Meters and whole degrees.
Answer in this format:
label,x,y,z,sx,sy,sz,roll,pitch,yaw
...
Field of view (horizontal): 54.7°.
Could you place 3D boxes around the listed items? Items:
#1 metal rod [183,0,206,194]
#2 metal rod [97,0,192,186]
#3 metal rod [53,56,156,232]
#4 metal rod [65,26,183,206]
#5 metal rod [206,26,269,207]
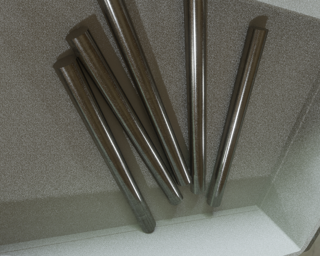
label,x,y,z,sx,sy,sz,roll,pitch,yaw
metal rod,0.050,-0.024,0.422,0.025,0.025,0.298,-18,126,-18
metal rod,-0.008,-0.029,0.387,0.025,0.025,0.299,-30,129,-10
metal rod,-0.058,0.044,0.405,0.025,0.025,0.299,-28,128,-11
metal rod,-0.029,0.009,0.400,0.025,0.025,0.299,-33,129,-7
metal rod,0.111,0.001,0.471,0.025,0.025,0.298,-7,122,-25
